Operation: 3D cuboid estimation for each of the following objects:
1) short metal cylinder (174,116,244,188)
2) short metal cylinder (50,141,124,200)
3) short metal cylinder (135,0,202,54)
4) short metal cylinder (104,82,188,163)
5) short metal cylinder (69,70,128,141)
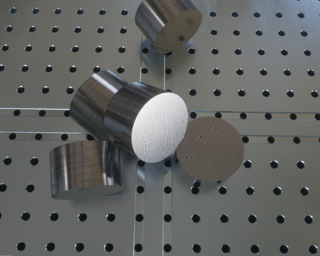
[{"bbox_3d":[0.059,0.032,0.388,0.081,0.050,0.080,0,70,-1],"label":"short metal cylinder"},{"bbox_3d":[-0.086,0.051,0.363,0.081,0.080,0.050,-9,71,-4],"label":"short metal cylinder"},{"bbox_3d":[0.012,-0.152,0.438,0.080,0.080,0.050,-31,73,-11],"label":"short metal cylinder"},{"bbox_3d":[-0.015,-0.007,0.350,0.050,0.080,0.080,26,69,43],"label":"short metal cylinder"},{"bbox_3d":[-0.065,-0.026,0.389,0.050,0.080,0.080,38,74,16],"label":"short metal cylinder"}]
